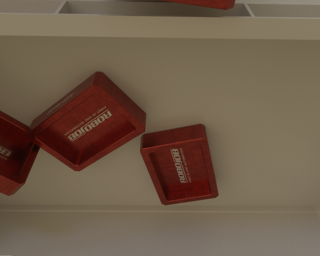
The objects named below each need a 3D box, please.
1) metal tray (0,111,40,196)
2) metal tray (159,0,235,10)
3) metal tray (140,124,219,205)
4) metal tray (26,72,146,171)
[{"bbox_3d":[-0.218,0.015,0.376,0.130,0.090,0.030,35,122,-26],"label":"metal tray"},{"bbox_3d":[0.004,-0.131,0.231,0.091,0.130,0.030,6,130,-6],"label":"metal tray"},{"bbox_3d":[0.032,0.059,0.455,0.090,0.030,0.129,-11,130,9],"label":"metal tray"},{"bbox_3d":[-0.094,-0.003,0.402,0.130,0.030,0.090,-31,124,23],"label":"metal tray"}]
